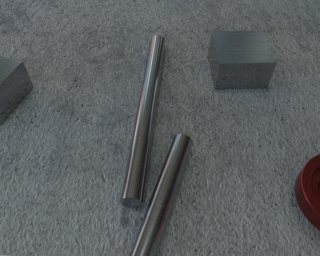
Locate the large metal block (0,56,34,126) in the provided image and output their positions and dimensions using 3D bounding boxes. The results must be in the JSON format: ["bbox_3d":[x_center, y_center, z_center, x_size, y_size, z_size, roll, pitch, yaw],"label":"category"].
[{"bbox_3d":[-0.241,-0.057,0.432,0.080,0.050,0.080,13,51,10],"label":"large metal block"}]

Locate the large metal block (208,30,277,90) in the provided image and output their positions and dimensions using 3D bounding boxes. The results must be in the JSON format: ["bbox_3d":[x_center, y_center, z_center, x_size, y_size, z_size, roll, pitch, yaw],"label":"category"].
[{"bbox_3d":[0.122,-0.106,0.477,0.081,0.050,0.080,-1,50,-2],"label":"large metal block"}]

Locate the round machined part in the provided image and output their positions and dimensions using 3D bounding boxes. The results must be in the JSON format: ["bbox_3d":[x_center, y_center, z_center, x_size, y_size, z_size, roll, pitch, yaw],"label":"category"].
[{"bbox_3d":[0.194,0.077,0.330,0.099,0.042,0.098,0,50,0],"label":"round machined part"}]

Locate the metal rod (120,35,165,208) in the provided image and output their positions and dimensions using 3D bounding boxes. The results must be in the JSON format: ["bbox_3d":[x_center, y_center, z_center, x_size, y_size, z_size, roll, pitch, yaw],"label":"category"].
[{"bbox_3d":[-0.017,-0.033,0.430,0.025,0.025,0.300,4,50,3],"label":"metal rod"}]

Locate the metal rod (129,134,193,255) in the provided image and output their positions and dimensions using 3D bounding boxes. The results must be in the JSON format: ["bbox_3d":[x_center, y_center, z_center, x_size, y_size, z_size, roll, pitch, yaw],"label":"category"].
[{"bbox_3d":[-0.017,0.125,0.297,0.025,0.025,0.300,14,51,11],"label":"metal rod"}]
